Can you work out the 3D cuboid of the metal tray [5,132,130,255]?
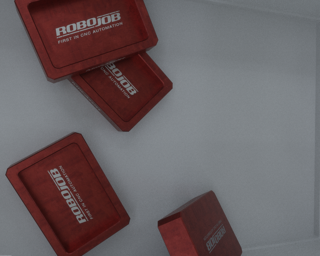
[{"bbox_3d":[-0.106,0.080,0.368,0.091,0.030,0.130,-31,100,-17],"label":"metal tray"}]

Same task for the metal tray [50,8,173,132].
[{"bbox_3d":[-0.058,-0.070,0.385,0.090,0.030,0.130,-46,104,-14],"label":"metal tray"}]

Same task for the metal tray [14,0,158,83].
[{"bbox_3d":[-0.078,-0.114,0.346,0.131,0.030,0.090,-24,98,-19],"label":"metal tray"}]

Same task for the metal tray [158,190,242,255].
[{"bbox_3d":[0.053,0.132,0.368,0.030,0.131,0.090,-30,78,22],"label":"metal tray"}]
